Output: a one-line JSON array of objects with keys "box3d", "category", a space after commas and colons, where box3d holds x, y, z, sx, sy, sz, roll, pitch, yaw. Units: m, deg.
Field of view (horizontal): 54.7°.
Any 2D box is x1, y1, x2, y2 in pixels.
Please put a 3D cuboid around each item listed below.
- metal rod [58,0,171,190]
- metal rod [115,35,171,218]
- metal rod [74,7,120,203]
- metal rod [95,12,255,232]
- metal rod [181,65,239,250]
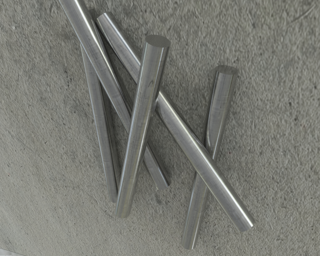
[{"box3d": [-0.052, -0.040, 0.391, 0.025, 0.025, 0.299, -8, 120, 31], "category": "metal rod"}, {"box3d": [-0.031, 0.025, 0.394, 0.025, 0.025, 0.298, 26, 133, 12], "category": "metal rod"}, {"box3d": [-0.081, -0.013, 0.441, 0.025, 0.025, 0.298, 10, 123, 23], "category": "metal rod"}, {"box3d": [0.019, -0.005, 0.368, 0.025, 0.025, 0.299, -33, 93, 38], "category": "metal rod"}, {"box3d": [0.059, 0.061, 0.413, 0.025, 0.025, 0.298, 18, 126, 18], "category": "metal rod"}]
